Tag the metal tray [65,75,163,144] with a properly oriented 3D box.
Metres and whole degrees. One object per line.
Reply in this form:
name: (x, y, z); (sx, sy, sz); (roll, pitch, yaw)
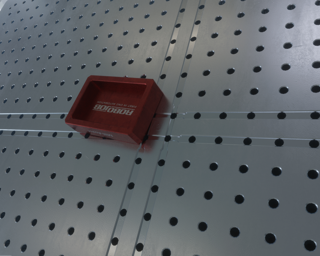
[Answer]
metal tray: (-0.070, -0.031, 0.462); (0.130, 0.030, 0.090); (9, 66, 32)
